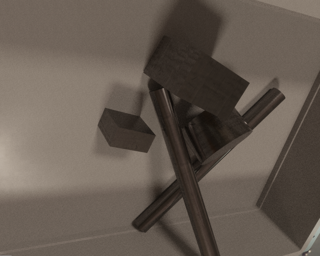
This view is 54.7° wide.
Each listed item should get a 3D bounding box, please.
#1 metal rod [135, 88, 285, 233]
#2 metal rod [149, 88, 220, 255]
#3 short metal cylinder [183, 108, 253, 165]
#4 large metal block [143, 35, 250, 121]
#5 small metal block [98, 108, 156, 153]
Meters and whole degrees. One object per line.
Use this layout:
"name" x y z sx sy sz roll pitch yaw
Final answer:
"metal rod" 0.077 0.051 0.484 0.300 0.025 0.025 -44 130 2
"metal rod" 0.043 0.091 0.411 0.025 0.025 0.298 -21 102 -16
"short metal cylinder" 0.075 0.007 0.416 0.080 0.050 0.080 -31 164 -9
"large metal block" 0.040 -0.058 0.359 0.080 0.080 0.050 22 103 -36
"small metal block" -0.041 0.003 0.373 0.050 0.050 0.025 14 111 -34
